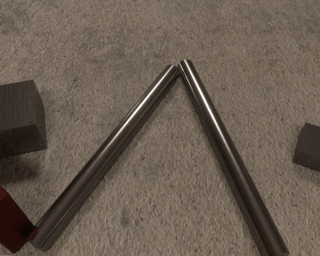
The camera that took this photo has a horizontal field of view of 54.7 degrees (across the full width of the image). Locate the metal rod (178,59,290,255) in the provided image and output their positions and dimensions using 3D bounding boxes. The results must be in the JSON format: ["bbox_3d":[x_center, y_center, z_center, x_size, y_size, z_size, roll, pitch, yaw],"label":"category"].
[{"bbox_3d":[0.076,0.014,0.392,0.025,0.025,0.300,-11,51,-9],"label":"metal rod"}]

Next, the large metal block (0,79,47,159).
[{"bbox_3d":[-0.194,-0.010,0.393,0.081,0.050,0.080,-12,51,-11],"label":"large metal block"}]

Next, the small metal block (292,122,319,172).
[{"bbox_3d":[0.198,0.026,0.384,0.050,0.025,0.050,20,53,15],"label":"small metal block"}]

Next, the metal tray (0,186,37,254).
[{"bbox_3d":[-0.191,0.063,0.305,0.130,0.089,0.030,26,55,20],"label":"metal tray"}]

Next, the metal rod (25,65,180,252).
[{"bbox_3d":[-0.052,0.014,0.390,0.025,0.025,0.301,23,53,17],"label":"metal rod"}]
